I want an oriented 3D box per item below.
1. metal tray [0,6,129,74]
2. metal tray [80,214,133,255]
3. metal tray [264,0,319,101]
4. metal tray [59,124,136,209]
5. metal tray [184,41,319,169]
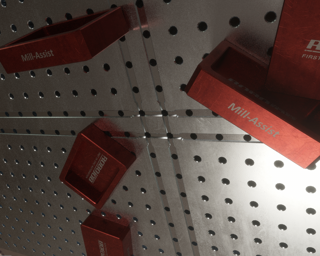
[{"bbox_3d":[-0.113,-0.102,0.362,0.130,0.090,0.030,-2,123,28],"label":"metal tray"},{"bbox_3d":[-0.101,0.235,0.604,0.090,0.030,0.129,12,124,21],"label":"metal tray"},{"bbox_3d":[0.168,-0.067,0.271,0.130,0.030,0.089,14,119,17],"label":"metal tray"},{"bbox_3d":[-0.105,0.066,0.501,0.090,0.030,0.129,37,129,3],"label":"metal tray"},{"bbox_3d":[0.098,-0.028,0.299,0.130,0.090,0.030,33,129,6],"label":"metal tray"}]
